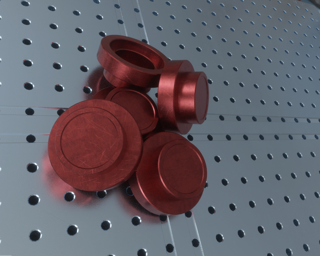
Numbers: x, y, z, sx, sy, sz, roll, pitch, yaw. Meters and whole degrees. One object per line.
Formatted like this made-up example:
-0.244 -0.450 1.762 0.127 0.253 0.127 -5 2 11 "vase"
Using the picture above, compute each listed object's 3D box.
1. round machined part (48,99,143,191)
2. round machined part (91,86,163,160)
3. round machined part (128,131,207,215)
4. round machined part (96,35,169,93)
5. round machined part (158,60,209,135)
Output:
-0.068 0.016 0.321 0.099 0.042 0.098 0 78 2 "round machined part"
-0.041 -0.013 0.383 0.099 0.042 0.098 14 56 -21 "round machined part"
0.016 0.051 0.360 0.099 0.042 0.098 12 67 -31 "round machined part"
-0.037 -0.081 0.414 0.099 0.042 0.098 19 33 -13 "round machined part"
0.036 -0.040 0.404 0.042 0.098 0.098 4 49 23 "round machined part"
